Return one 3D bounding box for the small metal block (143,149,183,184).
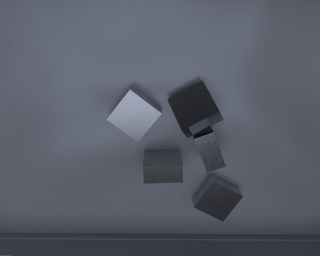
[{"bbox_3d":[0.004,0.050,0.417,0.050,0.050,0.025,-2,110,0],"label":"small metal block"}]

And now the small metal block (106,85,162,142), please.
[{"bbox_3d":[-0.033,-0.019,0.404,0.050,0.025,0.050,37,106,-13],"label":"small metal block"}]

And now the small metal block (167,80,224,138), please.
[{"bbox_3d":[0.044,-0.023,0.388,0.050,0.050,0.025,-28,149,9],"label":"small metal block"}]

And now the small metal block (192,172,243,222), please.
[{"bbox_3d":[0.083,0.100,0.450,0.050,0.025,0.050,28,107,-11],"label":"small metal block"}]

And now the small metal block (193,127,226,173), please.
[{"bbox_3d":[0.062,0.022,0.407,0.025,0.050,0.050,-20,109,7],"label":"small metal block"}]
